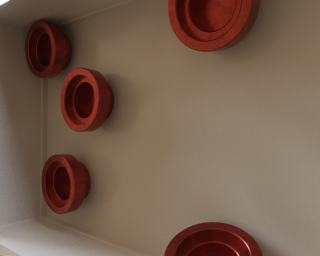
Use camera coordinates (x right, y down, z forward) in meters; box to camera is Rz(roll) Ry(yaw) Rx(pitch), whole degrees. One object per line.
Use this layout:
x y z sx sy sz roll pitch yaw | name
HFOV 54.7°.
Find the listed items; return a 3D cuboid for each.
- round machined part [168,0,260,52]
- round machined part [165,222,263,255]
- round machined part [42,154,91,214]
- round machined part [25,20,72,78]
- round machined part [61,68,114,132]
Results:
0.061 -0.133 0.338 0.098 0.042 0.097 10 106 35 | round machined part
0.055 0.147 0.320 0.098 0.099 0.042 12 121 39 | round machined part
-0.155 0.092 0.524 0.098 0.042 0.097 0 90 40 | round machined part
-0.196 -0.139 0.553 0.098 0.042 0.097 7 100 39 | round machined part
-0.110 -0.043 0.487 0.098 0.042 0.097 0 90 40 | round machined part
